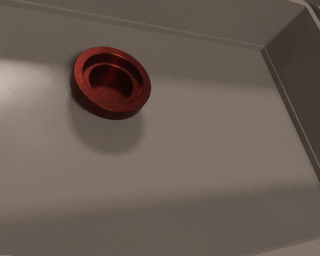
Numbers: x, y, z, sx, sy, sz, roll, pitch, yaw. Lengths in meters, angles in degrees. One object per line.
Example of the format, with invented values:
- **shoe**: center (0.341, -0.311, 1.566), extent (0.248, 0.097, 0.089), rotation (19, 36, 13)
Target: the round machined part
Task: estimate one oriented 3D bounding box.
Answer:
- **round machined part**: center (-0.065, -0.052, 0.393), extent (0.099, 0.042, 0.098), rotation (14, 56, -21)
